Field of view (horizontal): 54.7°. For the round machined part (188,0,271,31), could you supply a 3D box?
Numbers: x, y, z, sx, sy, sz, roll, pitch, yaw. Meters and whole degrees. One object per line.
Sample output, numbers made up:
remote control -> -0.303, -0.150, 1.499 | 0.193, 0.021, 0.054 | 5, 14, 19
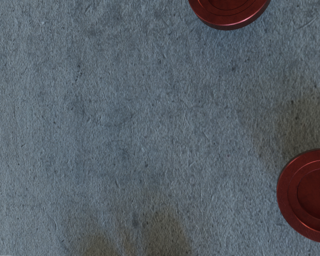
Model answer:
round machined part -> 0.085, -0.165, 0.370 | 0.098, 0.042, 0.097 | 0, 90, 20

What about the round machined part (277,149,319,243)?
round machined part -> 0.179, 0.070, 0.337 | 0.098, 0.042, 0.097 | 0, 90, 20
